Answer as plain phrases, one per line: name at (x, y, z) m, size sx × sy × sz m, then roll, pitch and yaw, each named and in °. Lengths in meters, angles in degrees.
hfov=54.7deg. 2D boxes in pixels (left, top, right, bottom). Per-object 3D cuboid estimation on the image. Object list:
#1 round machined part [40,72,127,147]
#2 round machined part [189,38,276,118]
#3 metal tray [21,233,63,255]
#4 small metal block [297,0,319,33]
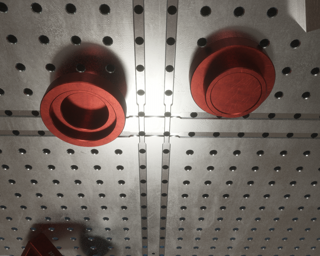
round machined part at (-0.090, -0.026, 0.377) m, size 0.099 × 0.042 × 0.097 m, roll -1°, pitch 130°, yaw 0°
round machined part at (0.084, -0.050, 0.359) m, size 0.099 × 0.042 × 0.097 m, roll -1°, pitch 130°, yaw 0°
metal tray at (-0.209, 0.275, 0.592) m, size 0.130 × 0.030 × 0.089 m, roll 43°, pitch 125°, yaw 12°
small metal block at (0.165, -0.129, 0.304) m, size 0.050 × 0.025 × 0.050 m, roll -15°, pitch 129°, yaw 11°
